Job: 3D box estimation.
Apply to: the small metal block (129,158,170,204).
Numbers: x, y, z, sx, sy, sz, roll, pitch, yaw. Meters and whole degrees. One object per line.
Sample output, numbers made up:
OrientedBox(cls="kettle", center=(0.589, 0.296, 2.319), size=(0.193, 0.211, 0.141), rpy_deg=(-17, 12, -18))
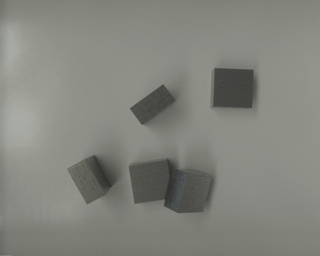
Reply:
OrientedBox(cls="small metal block", center=(-0.012, 0.070, 0.411), size=(0.050, 0.025, 0.050), rpy_deg=(-9, 90, 0))

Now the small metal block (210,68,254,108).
OrientedBox(cls="small metal block", center=(0.095, -0.052, 0.412), size=(0.050, 0.025, 0.050), rpy_deg=(2, 90, 0))

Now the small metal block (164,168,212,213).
OrientedBox(cls="small metal block", center=(0.037, 0.080, 0.398), size=(0.050, 0.025, 0.050), rpy_deg=(14, 90, -44))

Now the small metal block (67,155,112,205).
OrientedBox(cls="small metal block", center=(-0.089, 0.065, 0.398), size=(0.025, 0.050, 0.050), rpy_deg=(-29, 90, 0))

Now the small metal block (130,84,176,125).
OrientedBox(cls="small metal block", center=(-0.009, -0.028, 0.399), size=(0.050, 0.050, 0.025), rpy_deg=(-36, 90, 0))
